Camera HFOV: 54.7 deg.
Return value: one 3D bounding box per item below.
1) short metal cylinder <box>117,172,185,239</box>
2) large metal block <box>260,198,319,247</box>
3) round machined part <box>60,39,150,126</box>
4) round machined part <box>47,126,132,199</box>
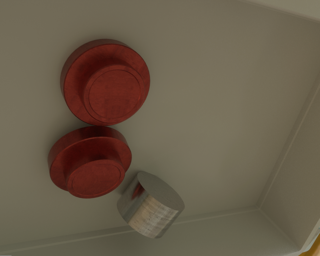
[{"bbox_3d":[-0.013,0.106,0.434,0.080,0.080,0.050,28,103,-38],"label":"short metal cylinder"},{"bbox_3d":[0.276,0.200,0.655,0.080,0.080,0.050,22,106,-37],"label":"large metal block"},{"bbox_3d":[-0.055,-0.044,0.341,0.099,0.042,0.097,-14,124,-21],"label":"round machined part"},{"bbox_3d":[-0.081,0.047,0.372,0.099,0.042,0.097,-16,137,-15],"label":"round machined part"}]
